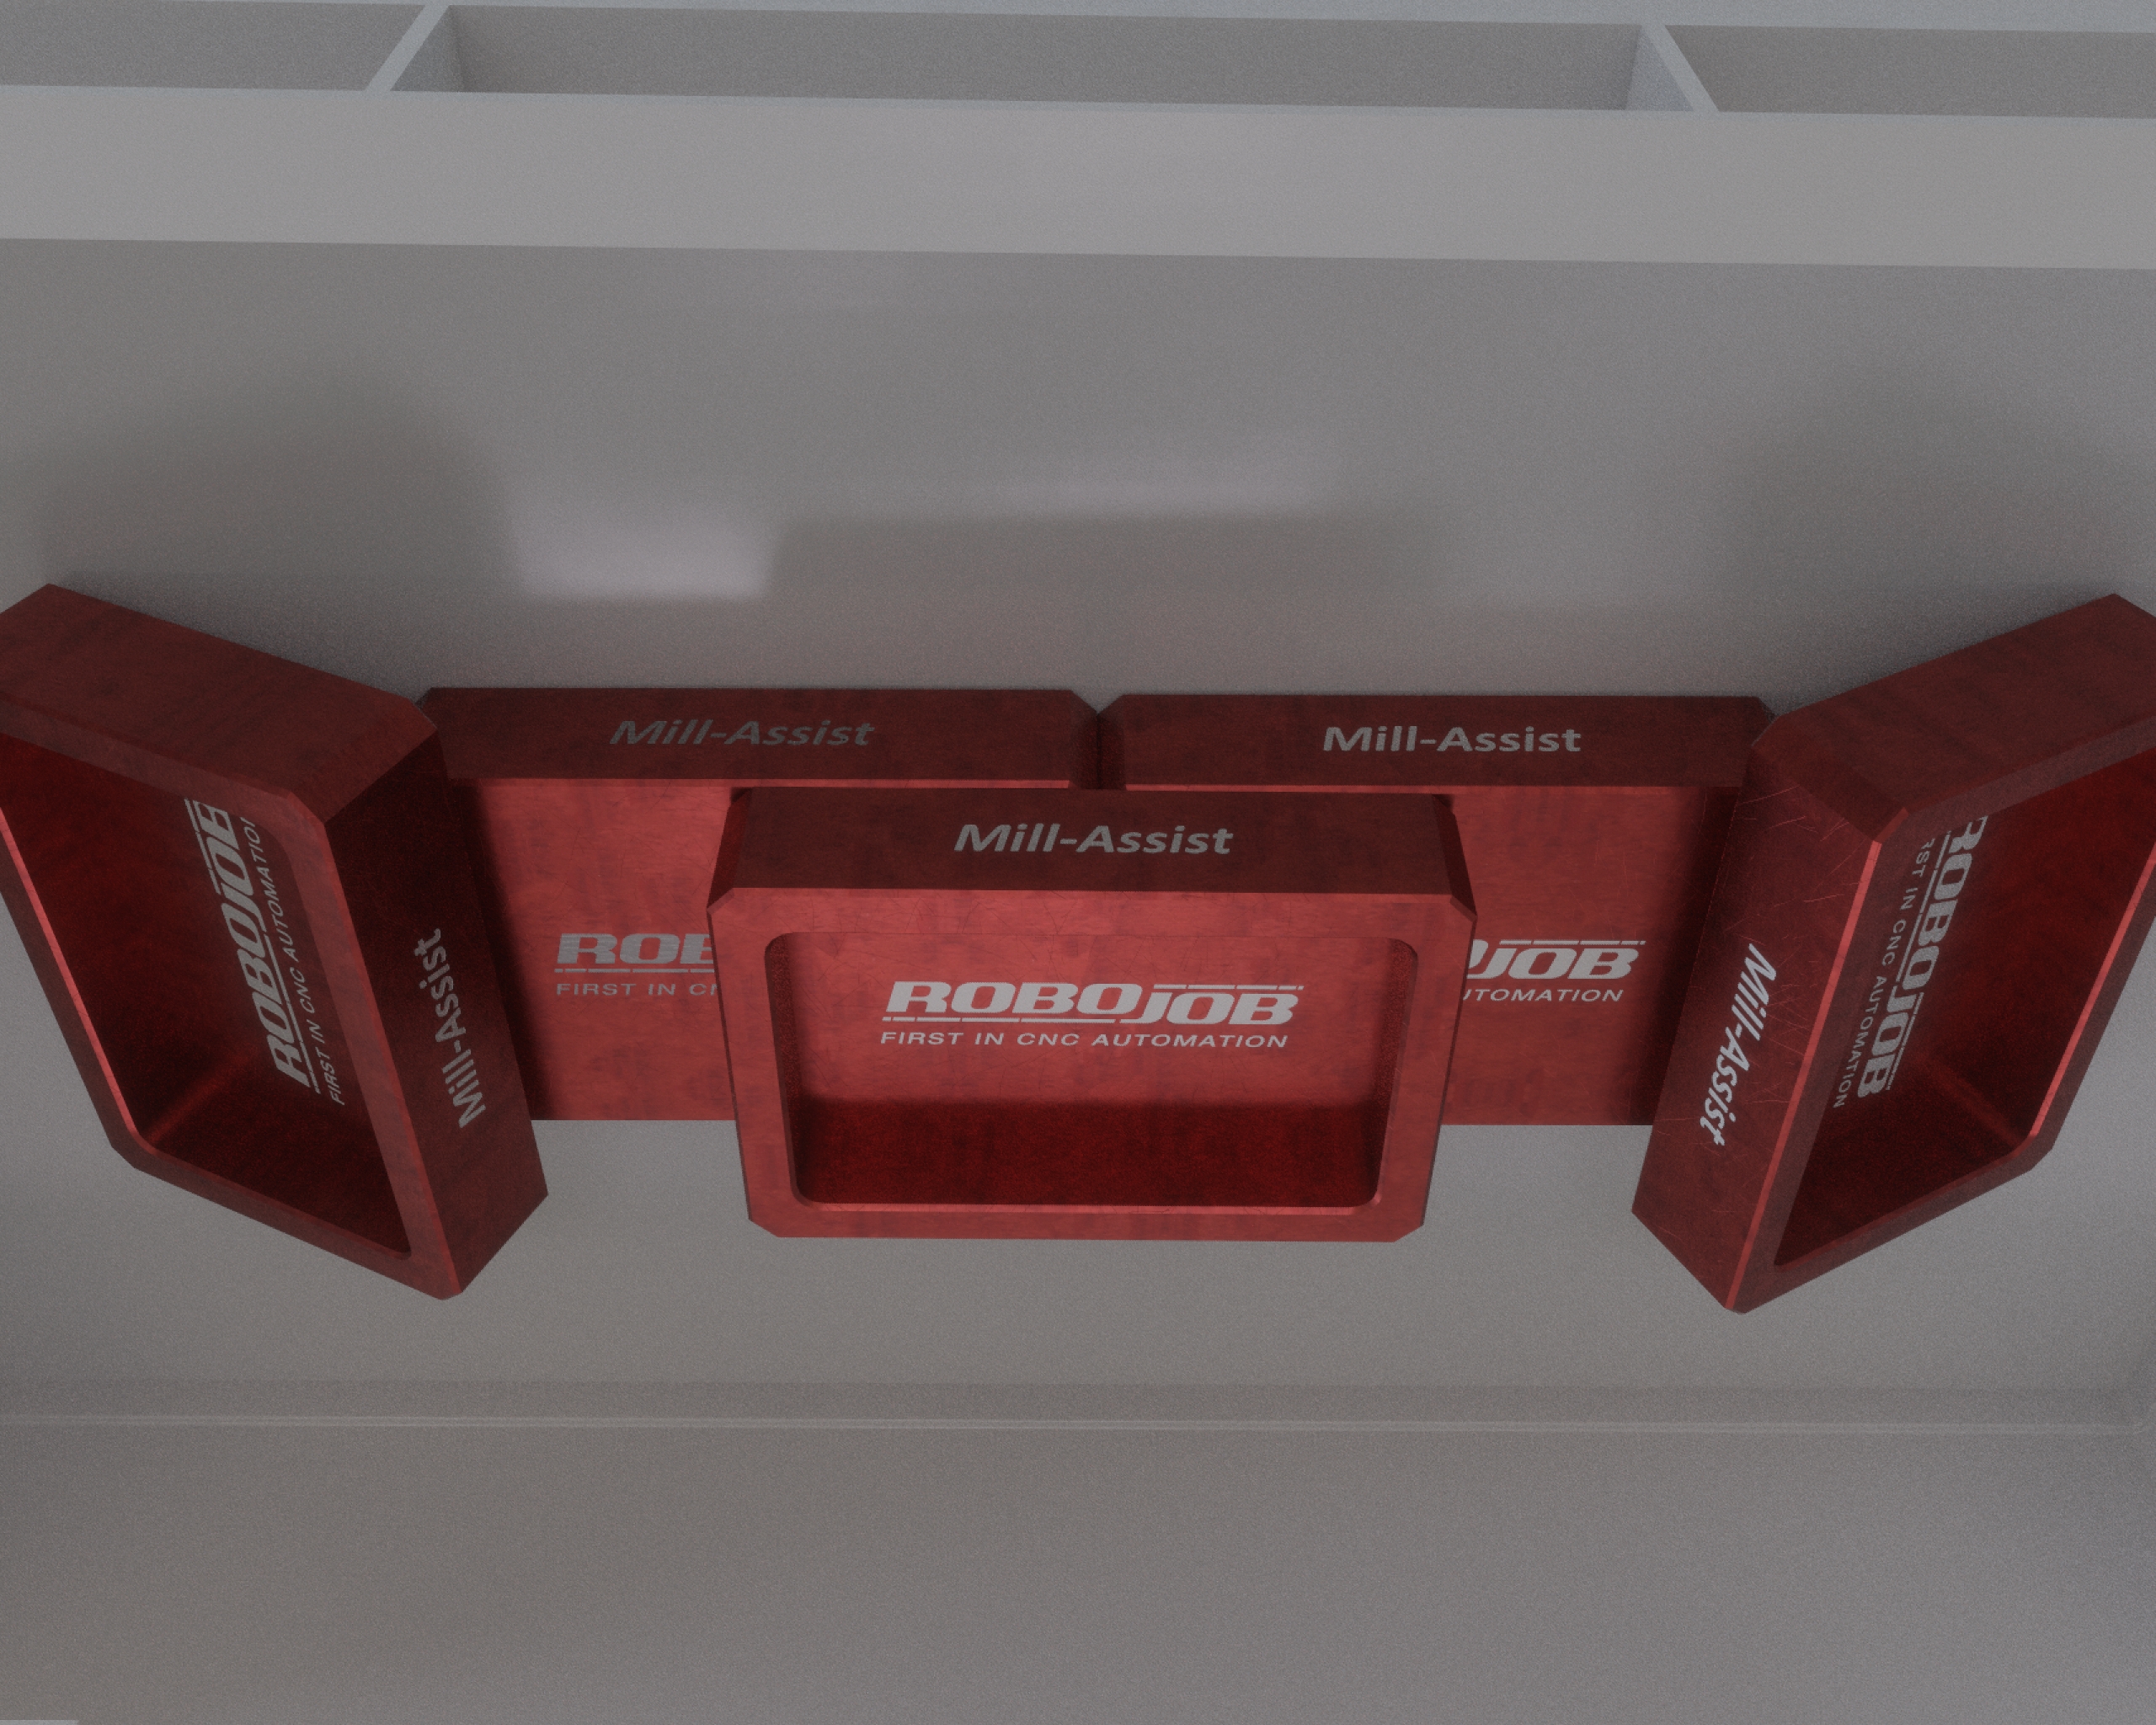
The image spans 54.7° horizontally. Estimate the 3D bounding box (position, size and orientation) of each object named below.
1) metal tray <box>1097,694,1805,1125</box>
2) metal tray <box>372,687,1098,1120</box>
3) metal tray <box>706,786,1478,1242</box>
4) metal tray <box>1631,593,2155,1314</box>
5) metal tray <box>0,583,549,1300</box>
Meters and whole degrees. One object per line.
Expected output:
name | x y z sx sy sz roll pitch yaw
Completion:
metal tray | 0.069 0.011 0.415 0.131 0.030 0.089 0 130 0
metal tray | -0.062 0.010 0.413 0.131 0.030 0.089 0 130 0
metal tray | 0.002 0.030 0.390 0.131 0.030 0.089 1 130 -1
metal tray | 0.160 0.020 0.397 0.091 0.030 0.129 -19 134 -21
metal tray | -0.155 0.018 0.394 0.090 0.030 0.129 17 133 19
